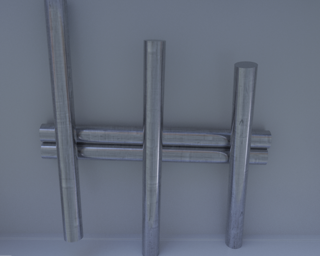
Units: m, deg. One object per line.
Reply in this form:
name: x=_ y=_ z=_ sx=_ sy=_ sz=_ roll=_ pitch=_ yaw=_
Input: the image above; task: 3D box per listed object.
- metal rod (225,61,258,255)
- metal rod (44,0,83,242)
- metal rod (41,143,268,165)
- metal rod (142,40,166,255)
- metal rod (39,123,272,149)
metal rod: x=0.104 y=0.061 z=0.410 sx=0.025 sy=0.025 sz=0.298 roll=-4 pitch=119 yaw=1
metal rod: x=-0.117 y=0.000 z=0.383 sx=0.025 sy=0.025 sz=0.298 roll=-1 pitch=102 yaw=0
metal rod: x=-0.006 y=0.034 z=0.423 sx=0.302 sy=0.025 sz=0.025 roll=2 pitch=110 yaw=-1
metal rod: x=-0.010 y=0.041 z=0.399 sx=0.025 sy=0.025 sz=0.298 roll=1 pitch=110 yaw=-1
metal rod: x=-0.005 y=0.011 z=0.414 sx=0.302 sy=0.025 sz=0.025 roll=2 pitch=110 yaw=-1
